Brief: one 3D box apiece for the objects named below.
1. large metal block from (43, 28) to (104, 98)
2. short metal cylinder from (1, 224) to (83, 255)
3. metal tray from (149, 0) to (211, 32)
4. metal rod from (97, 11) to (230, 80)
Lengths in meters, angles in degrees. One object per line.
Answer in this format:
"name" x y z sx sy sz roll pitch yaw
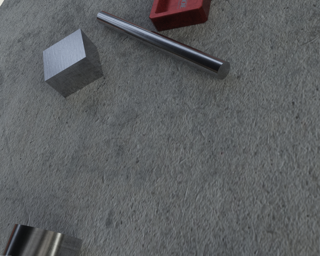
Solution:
"large metal block" -0.151 -0.112 0.536 0.080 0.050 0.080 -27 52 11
"short metal cylinder" -0.135 0.144 0.351 0.080 0.080 0.050 -1 61 27
"metal tray" 0.040 -0.226 0.518 0.090 0.030 0.130 -2 61 27
"metal rod" -0.013 -0.143 0.498 0.300 0.025 0.025 35 82 38
